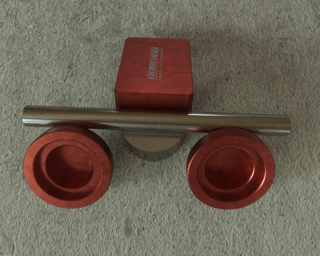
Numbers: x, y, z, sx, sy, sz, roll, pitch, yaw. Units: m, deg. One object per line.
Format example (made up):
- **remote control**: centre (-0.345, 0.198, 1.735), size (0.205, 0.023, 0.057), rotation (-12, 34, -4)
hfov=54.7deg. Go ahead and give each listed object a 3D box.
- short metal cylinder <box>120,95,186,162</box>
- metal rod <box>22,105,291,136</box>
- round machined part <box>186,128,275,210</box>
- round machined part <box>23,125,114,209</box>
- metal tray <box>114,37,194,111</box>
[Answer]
- **short metal cylinder**: centre (-0.008, -0.001, 0.397), size (0.081, 0.050, 0.080), rotation (0, 70, 0)
- **metal rod**: centre (-0.004, -0.008, 0.360), size (0.302, 0.025, 0.025), rotation (2, 70, 0)
- **round machined part**: centre (0.080, 0.044, 0.367), size (0.099, 0.042, 0.097), rotation (0, 113, 0)
- **round machined part**: centre (-0.104, 0.042, 0.367), size (0.099, 0.042, 0.097), rotation (0, 108, -1)
- **metal tray**: centre (-0.005, -0.073, 0.405), size (0.091, 0.030, 0.130), rotation (2, 44, 0)
